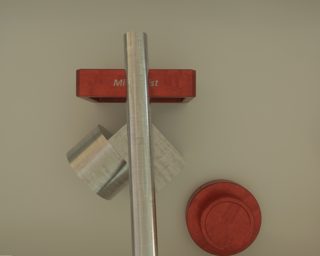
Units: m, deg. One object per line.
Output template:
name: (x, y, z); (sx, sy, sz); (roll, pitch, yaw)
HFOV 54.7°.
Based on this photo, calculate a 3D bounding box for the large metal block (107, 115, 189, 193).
large metal block: (-0.013, 0.027, 0.384); (0.050, 0.080, 0.080); (-42, 91, 0)

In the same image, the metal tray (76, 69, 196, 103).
metal tray: (-0.026, -0.049, 0.378); (0.131, 0.090, 0.030); (0, 90, -1)

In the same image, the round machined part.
round machined part: (0.084, 0.119, 0.404); (0.099, 0.042, 0.097); (0, 90, -1)

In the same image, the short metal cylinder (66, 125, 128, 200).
short metal cylinder: (-0.068, 0.042, 0.383); (0.050, 0.080, 0.080); (-42, 91, 0)

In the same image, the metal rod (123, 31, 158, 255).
metal rod: (-0.018, 0.052, 0.307); (0.025, 0.025, 0.298); (-3, 84, -1)
